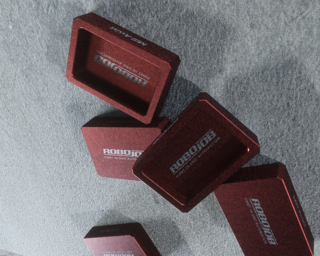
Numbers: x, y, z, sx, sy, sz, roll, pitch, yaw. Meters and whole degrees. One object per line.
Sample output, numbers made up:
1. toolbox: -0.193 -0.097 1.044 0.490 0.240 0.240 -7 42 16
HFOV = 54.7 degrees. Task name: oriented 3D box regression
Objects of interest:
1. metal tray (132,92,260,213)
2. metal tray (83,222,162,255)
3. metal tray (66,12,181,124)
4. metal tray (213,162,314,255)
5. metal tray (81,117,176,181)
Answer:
1. metal tray: 0.041 0.033 0.372 0.090 0.030 0.129 40 113 -8
2. metal tray: -0.071 0.225 0.578 0.130 0.030 0.090 -18 109 34
3. metal tray: -0.050 -0.073 0.383 0.130 0.030 0.089 29 128 9
4. metal tray: 0.134 0.111 0.401 0.090 0.030 0.129 -15 111 34
5. metal tray: -0.041 0.030 0.443 0.130 0.030 0.089 1 119 27
